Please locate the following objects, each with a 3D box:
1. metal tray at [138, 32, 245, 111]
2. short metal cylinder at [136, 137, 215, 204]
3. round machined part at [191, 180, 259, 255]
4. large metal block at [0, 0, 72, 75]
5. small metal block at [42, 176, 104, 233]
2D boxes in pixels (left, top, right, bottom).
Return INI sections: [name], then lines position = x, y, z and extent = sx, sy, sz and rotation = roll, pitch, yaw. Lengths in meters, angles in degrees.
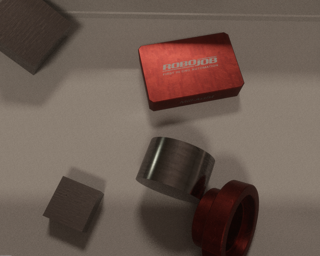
[metal tray]
position = 0.041, -0.080, 0.437
extent = 0.131, 0.030, 0.090
rotation = -11, 70, -5
[short metal cylinder]
position = 0.018, 0.050, 0.362
extent = 0.080, 0.080, 0.050
rotation = 19, 71, 6
[round machined part]
position = 0.070, 0.105, 0.341
extent = 0.042, 0.098, 0.098
rotation = 12, 67, 36
[large metal block]
position = -0.183, -0.134, 0.427
extent = 0.080, 0.050, 0.080
rotation = 38, 72, -16
[small metal block]
position = -0.103, 0.092, 0.375
extent = 0.050, 0.025, 0.050
rotation = 21, 71, 7
